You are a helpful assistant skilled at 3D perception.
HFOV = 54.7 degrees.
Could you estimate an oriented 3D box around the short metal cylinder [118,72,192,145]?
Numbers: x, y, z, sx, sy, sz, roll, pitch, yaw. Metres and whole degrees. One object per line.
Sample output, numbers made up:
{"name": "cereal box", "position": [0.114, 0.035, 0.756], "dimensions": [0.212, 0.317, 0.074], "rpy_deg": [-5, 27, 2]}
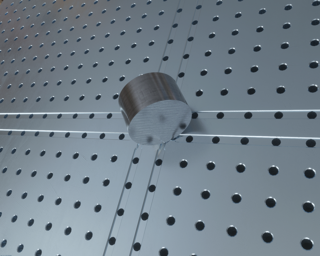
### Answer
{"name": "short metal cylinder", "position": [-0.007, -0.023, 0.389], "dimensions": [0.080, 0.080, 0.050], "rpy_deg": [-30, 52, 9]}
